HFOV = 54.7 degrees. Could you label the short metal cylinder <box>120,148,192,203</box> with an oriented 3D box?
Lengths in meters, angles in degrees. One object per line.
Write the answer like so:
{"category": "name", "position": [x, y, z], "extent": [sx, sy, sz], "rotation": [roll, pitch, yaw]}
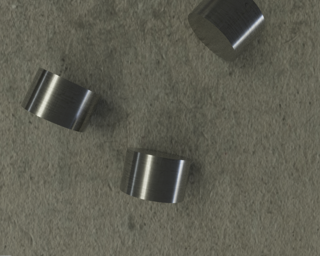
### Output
{"category": "short metal cylinder", "position": [-0.005, 0.056, 0.383], "extent": [0.080, 0.080, 0.050], "rotation": [11, 90, -1]}

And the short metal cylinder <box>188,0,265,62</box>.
{"category": "short metal cylinder", "position": [0.081, -0.129, 0.384], "extent": [0.080, 0.080, 0.050], "rotation": [44, 90, -1]}

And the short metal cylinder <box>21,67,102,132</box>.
{"category": "short metal cylinder", "position": [-0.120, -0.034, 0.381], "extent": [0.080, 0.080, 0.050], "rotation": [25, 90, -1]}
